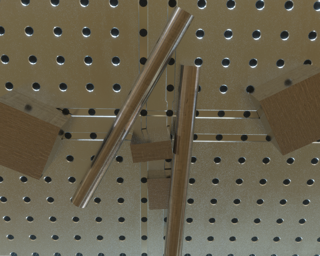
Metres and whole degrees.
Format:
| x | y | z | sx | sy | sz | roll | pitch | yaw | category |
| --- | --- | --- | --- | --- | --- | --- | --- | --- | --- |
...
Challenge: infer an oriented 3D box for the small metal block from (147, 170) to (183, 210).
| x | y | z | sx | sy | sz | roll | pitch | yaw | category |
| --- | --- | --- | --- | --- | --- | --- | --- | --- | --- |
| 0.009 | 0.088 | 0.446 | 0.050 | 0.025 | 0.050 | -3 | 110 | 1 | small metal block |

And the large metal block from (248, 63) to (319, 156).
| x | y | z | sx | sy | sz | roll | pitch | yaw | category |
| --- | --- | --- | --- | --- | --- | --- | --- | --- | --- |
| 0.171 | -0.024 | 0.392 | 0.080 | 0.050 | 0.080 | -26 | 108 | 9 | large metal block |

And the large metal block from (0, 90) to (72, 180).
| x | y | z | sx | sy | sz | roll | pitch | yaw | category |
| --- | --- | --- | --- | --- | --- | --- | --- | --- | --- |
| -0.173 | 0.008 | 0.401 | 0.080 | 0.050 | 0.080 | 25 | 108 | -9 | large metal block |

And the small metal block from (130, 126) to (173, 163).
| x | y | z | sx | sy | sz | roll | pitch | yaw | category |
| --- | --- | --- | --- | --- | --- | --- | --- | --- | --- |
| -0.010 | 0.021 | 0.408 | 0.050 | 0.050 | 0.025 | -7 | 110 | 2 | small metal block |

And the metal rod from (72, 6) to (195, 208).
| x | y | z | sx | sy | sz | roll | pitch | yaw | category |
| --- | --- | --- | --- | --- | --- | --- | --- | --- | --- |
| -0.044 | -0.014 | 0.407 | 0.025 | 0.025 | 0.298 | 28 | 108 | -10 | metal rod |

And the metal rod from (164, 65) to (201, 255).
| x | y | z | sx | sy | sz | roll | pitch | yaw | category |
| --- | --- | --- | --- | --- | --- | --- | --- | --- | --- |
| 0.026 | 0.069 | 0.412 | 0.025 | 0.025 | 0.298 | 4 | 100 | -2 | metal rod |
